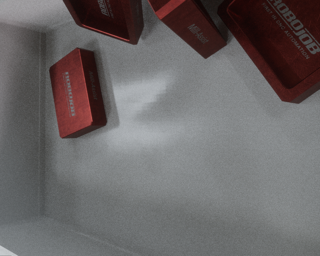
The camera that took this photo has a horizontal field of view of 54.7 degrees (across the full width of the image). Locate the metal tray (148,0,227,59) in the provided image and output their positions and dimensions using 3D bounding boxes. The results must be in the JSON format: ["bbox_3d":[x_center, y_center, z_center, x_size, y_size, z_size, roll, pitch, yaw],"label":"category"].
[{"bbox_3d":[0.019,-0.130,0.316,0.030,0.131,0.090,-33,73,20],"label":"metal tray"}]

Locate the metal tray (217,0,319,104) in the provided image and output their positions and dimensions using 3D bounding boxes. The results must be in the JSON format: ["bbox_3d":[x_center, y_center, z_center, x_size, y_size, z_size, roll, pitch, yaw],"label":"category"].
[{"bbox_3d":[0.125,-0.100,0.299,0.090,0.030,0.130,-42,65,31],"label":"metal tray"}]

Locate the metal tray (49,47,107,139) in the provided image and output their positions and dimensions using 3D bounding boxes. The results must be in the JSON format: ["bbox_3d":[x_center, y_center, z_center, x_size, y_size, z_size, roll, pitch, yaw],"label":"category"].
[{"bbox_3d":[-0.139,-0.055,0.515,0.090,0.030,0.129,-20,77,38],"label":"metal tray"}]

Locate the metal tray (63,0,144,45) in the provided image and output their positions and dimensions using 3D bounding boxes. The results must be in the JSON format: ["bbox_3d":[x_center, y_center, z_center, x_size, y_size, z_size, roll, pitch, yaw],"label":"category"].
[{"bbox_3d":[-0.069,-0.151,0.374,0.090,0.130,0.030,19,84,2],"label":"metal tray"}]
